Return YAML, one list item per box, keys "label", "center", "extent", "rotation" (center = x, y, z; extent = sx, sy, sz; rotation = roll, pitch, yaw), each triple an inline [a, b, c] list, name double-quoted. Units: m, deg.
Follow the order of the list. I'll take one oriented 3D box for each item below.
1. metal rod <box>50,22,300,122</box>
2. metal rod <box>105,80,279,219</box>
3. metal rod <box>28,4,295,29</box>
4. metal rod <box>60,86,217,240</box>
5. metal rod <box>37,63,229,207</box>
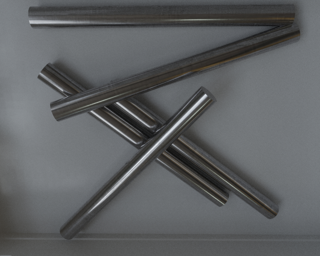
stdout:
- label: "metal rod"
  center: [0.018, -0.067, 0.369]
  extent: [0.302, 0.025, 0.025]
  rotation: [-19, 109, 0]
- label: "metal rod"
  center: [0.049, 0.037, 0.425]
  extent: [0.301, 0.025, 0.025]
  rotation: [37, 106, -13]
- label: "metal rod"
  center: [0.003, -0.131, 0.362]
  extent: [0.302, 0.025, 0.025]
  rotation: [-1, 110, -1]
- label: "metal rod"
  center: [-0.042, 0.059, 0.410]
  extent: [0.025, 0.025, 0.299]
  rotation: [39, 113, -14]
- label: "metal rod"
  center: [-0.026, 0.016, 0.416]
  extent: [0.301, 0.025, 0.025]
  rotation: [37, 106, -13]
